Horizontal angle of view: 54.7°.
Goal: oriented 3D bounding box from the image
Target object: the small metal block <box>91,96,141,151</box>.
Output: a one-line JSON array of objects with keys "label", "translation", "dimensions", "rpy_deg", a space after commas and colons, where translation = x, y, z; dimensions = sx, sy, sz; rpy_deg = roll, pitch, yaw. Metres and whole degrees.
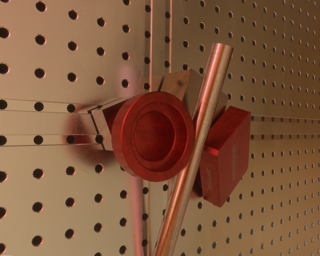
[{"label": "small metal block", "translation": [-0.046, -0.006, 0.367], "dimensions": [0.050, 0.025, 0.050], "rpy_deg": [-28, 108, -37]}]

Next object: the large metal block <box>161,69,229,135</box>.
[{"label": "large metal block", "translation": [0.041, -0.023, 0.424], "dimensions": [0.080, 0.050, 0.080], "rpy_deg": [29, 72, -37]}]

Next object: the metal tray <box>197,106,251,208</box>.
[{"label": "metal tray", "translation": [0.095, 0.044, 0.449], "dimensions": [0.090, 0.030, 0.129], "rpy_deg": [-46, 142, -30]}]

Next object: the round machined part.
[{"label": "round machined part", "translation": [-0.011, 0.009, 0.349], "dimensions": [0.099, 0.042, 0.097], "rpy_deg": [-1, 91, -37]}]

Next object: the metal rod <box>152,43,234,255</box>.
[{"label": "metal rod", "translation": [0.035, 0.047, 0.383], "dimensions": [0.025, 0.025, 0.298], "rpy_deg": [8, 101, -40]}]
